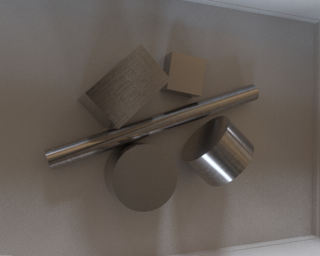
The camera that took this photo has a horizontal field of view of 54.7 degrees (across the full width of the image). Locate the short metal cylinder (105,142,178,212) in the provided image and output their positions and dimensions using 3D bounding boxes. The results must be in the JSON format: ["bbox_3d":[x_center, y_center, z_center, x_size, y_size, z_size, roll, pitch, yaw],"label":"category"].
[{"bbox_3d":[-0.025,0.058,0.387,0.081,0.050,0.079,0,90,-21],"label":"short metal cylinder"}]

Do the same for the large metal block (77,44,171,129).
[{"bbox_3d":[-0.045,-0.045,0.364,0.080,0.080,0.050,-45,105,-15],"label":"large metal block"}]

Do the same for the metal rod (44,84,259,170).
[{"bbox_3d":[0.004,-0.008,0.412,0.302,0.025,0.025,-19,97,-20],"label":"metal rod"}]

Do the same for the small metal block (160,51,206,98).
[{"bbox_3d":[0.032,-0.072,0.422,0.050,0.025,0.050,9,87,-20],"label":"small metal block"}]

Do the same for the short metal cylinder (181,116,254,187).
[{"bbox_3d":[0.075,0.030,0.409,0.050,0.080,0.080,45,76,-15],"label":"short metal cylinder"}]
